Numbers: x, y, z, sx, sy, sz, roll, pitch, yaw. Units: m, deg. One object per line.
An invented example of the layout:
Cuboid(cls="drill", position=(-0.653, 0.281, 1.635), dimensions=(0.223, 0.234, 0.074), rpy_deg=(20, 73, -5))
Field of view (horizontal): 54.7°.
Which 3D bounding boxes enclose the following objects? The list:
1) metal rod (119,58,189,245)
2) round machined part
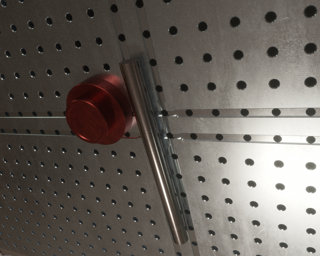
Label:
Cuboid(cls="metal rod", position=(-0.002, 0.049, 0.440), dimensions=(0.025, 0.025, 0.298), rpy_deg=(-1, 118, 28))
Cuboid(cls="round machined part", position=(-0.092, -0.017, 0.437), dimensions=(0.098, 0.042, 0.097), rpy_deg=(13, 124, 20))
